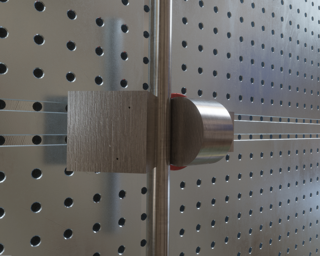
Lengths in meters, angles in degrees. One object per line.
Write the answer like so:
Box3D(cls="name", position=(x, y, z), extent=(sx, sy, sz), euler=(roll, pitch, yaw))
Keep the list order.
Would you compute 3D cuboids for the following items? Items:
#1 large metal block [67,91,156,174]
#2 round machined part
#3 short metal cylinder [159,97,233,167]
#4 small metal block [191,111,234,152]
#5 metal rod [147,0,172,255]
Box3D(cls="large metal block", position=(-0.049, 0.004, 0.327), extent=(0.050, 0.080, 0.079), euler=(4, 87, -81))
Box3D(cls="round machined part", position=(0.008, 0.004, 0.405), extent=(0.099, 0.042, 0.097), euler=(0, 90, -40))
Box3D(cls="short metal cylinder", position=(0.039, 0.004, 0.369), extent=(0.050, 0.080, 0.079), euler=(1, 90, -40))
Box3D(cls="small metal block", position=(0.066, 0.004, 0.396), extent=(0.025, 0.050, 0.050), euler=(2, 89, -40))
Box3D(cls="metal rod", position=(0.000, -0.003, 0.357), extent=(0.025, 0.025, 0.298), euler=(1, 89, -40))
